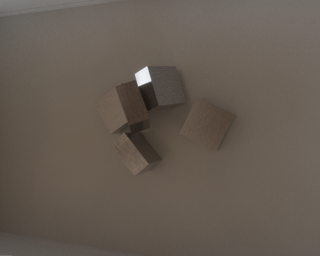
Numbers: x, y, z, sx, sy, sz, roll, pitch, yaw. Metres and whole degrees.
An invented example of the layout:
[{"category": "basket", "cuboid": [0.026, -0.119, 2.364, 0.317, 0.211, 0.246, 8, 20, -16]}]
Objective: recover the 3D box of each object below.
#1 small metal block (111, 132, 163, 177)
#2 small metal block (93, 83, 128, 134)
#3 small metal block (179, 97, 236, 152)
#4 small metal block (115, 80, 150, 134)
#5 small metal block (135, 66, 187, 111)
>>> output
[{"category": "small metal block", "cuboid": [-0.029, 0.033, 0.407, 0.025, 0.050, 0.050, -42, 77, 15]}, {"category": "small metal block", "cuboid": [-0.055, -0.026, 0.429, 0.050, 0.025, 0.050, -35, 79, 16]}, {"category": "small metal block", "cuboid": [0.060, -0.005, 0.389, 0.050, 0.025, 0.050, 27, 99, 17]}, {"category": "small metal block", "cuboid": [-0.033, -0.024, 0.381, 0.025, 0.050, 0.050, -19, 78, -6]}, {"category": "small metal block", "cuboid": [0.001, -0.050, 0.393, 0.025, 0.050, 0.050, -22, 82, 46]}]
